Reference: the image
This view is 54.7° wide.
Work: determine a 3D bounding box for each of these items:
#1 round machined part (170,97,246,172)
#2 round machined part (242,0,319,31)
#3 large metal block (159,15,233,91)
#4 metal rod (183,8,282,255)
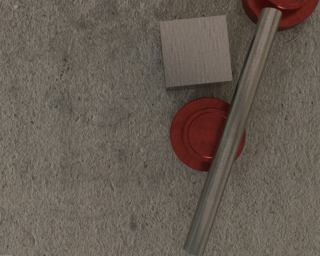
[{"bbox_3d":[0.062,0.008,0.402,0.099,0.042,0.097,0,90,0],"label":"round machined part"},{"bbox_3d":[0.160,-0.181,0.403,0.099,0.042,0.097,0,90,0],"label":"round machined part"},{"bbox_3d":[0.043,-0.093,0.398,0.080,0.050,0.080,-6,90,0],"label":"large metal block"},{"bbox_3d":[0.086,0.004,0.368,0.025,0.025,0.298,18,90,0],"label":"metal rod"}]
